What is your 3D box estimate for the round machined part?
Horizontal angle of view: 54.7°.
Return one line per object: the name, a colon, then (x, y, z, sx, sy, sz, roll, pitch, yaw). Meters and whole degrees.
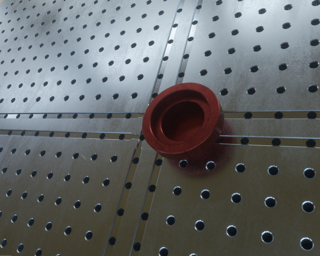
round machined part: (0.031, -0.004, 0.383, 0.098, 0.042, 0.098, -13, 56, 20)
